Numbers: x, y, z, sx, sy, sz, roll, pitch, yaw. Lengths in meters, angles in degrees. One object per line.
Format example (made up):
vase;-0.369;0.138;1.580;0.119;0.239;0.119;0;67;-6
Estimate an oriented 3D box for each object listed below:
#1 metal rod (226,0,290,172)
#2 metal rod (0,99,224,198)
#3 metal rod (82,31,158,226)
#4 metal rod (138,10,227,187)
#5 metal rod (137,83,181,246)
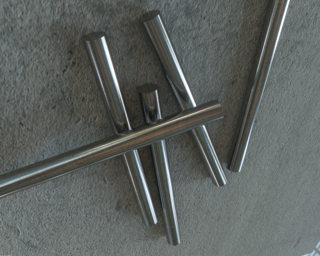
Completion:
metal rod;0.138;-0.064;0.442;0.025;0.025;0.298;-8;122;-25
metal rod;-0.070;0.027;0.358;0.302;0.025;0.025;-20;127;-7
metal rod;-0.041;0.025;0.399;0.025;0.025;0.298;-23;127;-15
metal rod;0.044;-0.016;0.420;0.025;0.025;0.299;-34;129;-6
metal rod;0.005;0.073;0.454;0.025;0.025;0.298;-21;127;-16
